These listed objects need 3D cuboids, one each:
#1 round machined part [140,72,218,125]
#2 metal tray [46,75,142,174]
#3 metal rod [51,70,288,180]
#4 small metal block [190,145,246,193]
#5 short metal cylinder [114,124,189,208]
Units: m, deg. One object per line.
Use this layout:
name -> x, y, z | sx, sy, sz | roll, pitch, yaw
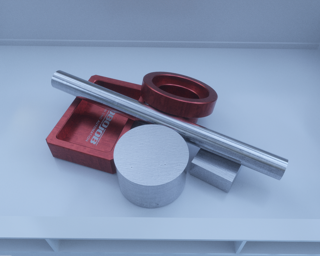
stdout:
round machined part -> 0.022, -0.036, 0.406 | 0.099, 0.042, 0.098 | 12, 27, -6
metal tray -> -0.074, -0.011, 0.406 | 0.090, 0.030, 0.130 | 14, 51, 11
metal rod -> -0.001, -0.010, 0.373 | 0.301, 0.025, 0.025 | 22, 53, 14
small metal block -> 0.070, 0.041, 0.369 | 0.050, 0.025, 0.050 | 25, 54, 19
short metal cylinder -> -0.009, 0.042, 0.350 | 0.081, 0.050, 0.080 | 0, 50, 0
